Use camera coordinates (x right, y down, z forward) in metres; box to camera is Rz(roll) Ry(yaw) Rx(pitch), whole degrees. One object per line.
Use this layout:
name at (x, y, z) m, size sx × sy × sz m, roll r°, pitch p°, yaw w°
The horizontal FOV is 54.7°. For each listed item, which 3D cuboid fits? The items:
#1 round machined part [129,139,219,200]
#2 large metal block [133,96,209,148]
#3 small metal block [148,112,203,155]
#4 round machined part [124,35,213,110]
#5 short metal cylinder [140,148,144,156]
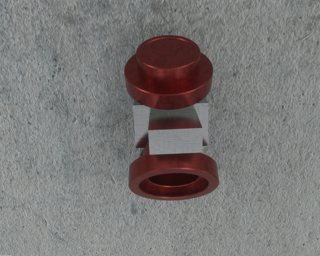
round machined part at (0.015, 0.046, 0.349) m, size 0.099 × 0.042 × 0.098 m, roll -1°, pitch 149°, yaw -1°
large metal block at (0.012, -0.016, 0.375) m, size 0.081 × 0.080 × 0.050 m, roll -2°, pitch 110°, yaw 0°
small metal block at (0.015, 0.004, 0.313) m, size 0.050 × 0.050 × 0.025 m, roll -2°, pitch 110°, yaw 1°
round machined part at (0.009, -0.068, 0.343) m, size 0.099 × 0.098 × 0.042 m, roll -2°, pitch 135°, yaw 0°
short metal cylinder at (0.012, 0.039, 0.413) m, size 0.081 × 0.050 × 0.079 m, roll 0°, pitch 110°, yaw -1°
